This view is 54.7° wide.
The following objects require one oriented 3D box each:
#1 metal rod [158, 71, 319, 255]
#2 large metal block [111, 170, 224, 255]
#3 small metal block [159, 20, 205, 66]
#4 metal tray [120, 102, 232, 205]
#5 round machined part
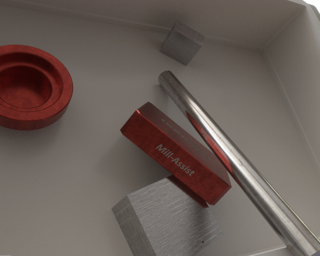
[{"bbox_3d":[0.067,0.015,0.354,0.025,0.025,0.300,0,37,-29],"label":"metal rod"},{"bbox_3d":[0.007,0.101,0.334,0.081,0.050,0.080,-18,71,-35],"label":"large metal block"},{"bbox_3d":[0.035,-0.133,0.492,0.050,0.050,0.025,26,53,-13],"label":"small metal block"},{"bbox_3d":[0.021,0.025,0.368,0.130,0.030,0.090,39,12,-2],"label":"metal tray"},{"bbox_3d":[-0.149,-0.040,0.339,0.099,0.042,0.098,14,56,-21],"label":"round machined part"}]
